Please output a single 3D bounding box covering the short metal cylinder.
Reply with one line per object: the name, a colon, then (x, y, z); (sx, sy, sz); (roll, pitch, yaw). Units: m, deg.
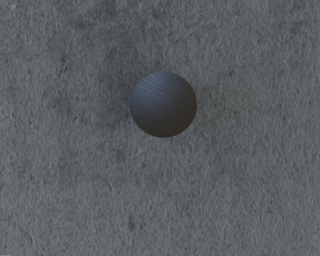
short metal cylinder: (0.004, -0.028, 0.398); (0.081, 0.050, 0.079); (0, 90, -1)
